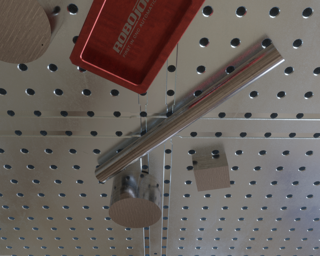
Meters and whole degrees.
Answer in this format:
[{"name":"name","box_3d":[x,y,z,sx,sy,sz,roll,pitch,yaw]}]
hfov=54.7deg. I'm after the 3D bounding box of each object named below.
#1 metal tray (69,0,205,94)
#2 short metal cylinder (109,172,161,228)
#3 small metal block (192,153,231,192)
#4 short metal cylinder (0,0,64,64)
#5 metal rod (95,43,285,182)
[{"name":"metal tray","box_3d":[-0.026,-0.105,0.317,0.091,0.030,0.129,23,126,-19]},{"name":"short metal cylinder","box_3d":[-0.038,0.115,0.493,0.081,0.050,0.079,0,130,0]},{"name":"small metal block","box_3d":[0.078,0.068,0.470,0.050,0.025,0.050,-9,130,7]},{"name":"short metal cylinder","box_3d":[-0.140,-0.110,0.300,0.081,0.050,0.079,0,130,0]},{"name":"metal rod","box_3d":[0.021,-0.006,0.406,0.299,0.025,0.025,-35,122,26]}]
